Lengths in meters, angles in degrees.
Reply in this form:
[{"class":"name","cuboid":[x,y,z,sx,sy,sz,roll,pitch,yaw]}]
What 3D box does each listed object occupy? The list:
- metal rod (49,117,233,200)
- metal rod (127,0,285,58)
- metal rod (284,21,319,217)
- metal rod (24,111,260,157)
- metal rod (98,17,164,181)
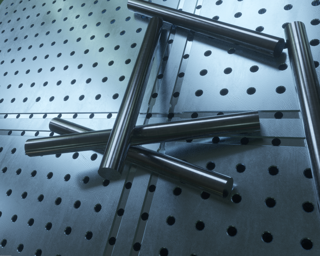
[{"class":"metal rod","cuboid":[-0.047,0.030,0.413,0.300,0.025,0.025,16,70,34]},{"class":"metal rod","cuboid":[0.050,-0.165,0.481,0.300,0.025,0.025,32,80,37]},{"class":"metal rod","cuboid":[0.162,0.003,0.321,0.025,0.025,0.299,-10,57,23]},{"class":"metal rod","cuboid":[-0.032,0.010,0.389,0.301,0.025,0.025,-7,58,14]},{"class":"metal rod","cuboid":[-0.029,-0.063,0.421,0.025,0.025,0.300,-9,45,23]}]
